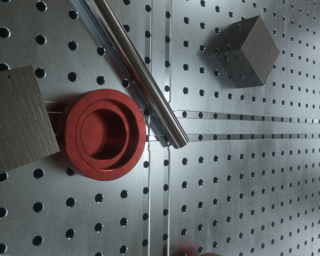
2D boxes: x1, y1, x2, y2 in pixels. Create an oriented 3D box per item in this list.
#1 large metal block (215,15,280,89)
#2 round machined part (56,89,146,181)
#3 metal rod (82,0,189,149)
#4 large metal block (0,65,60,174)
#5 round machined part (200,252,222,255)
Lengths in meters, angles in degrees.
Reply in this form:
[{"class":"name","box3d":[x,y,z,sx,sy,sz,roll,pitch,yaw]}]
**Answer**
[{"class":"large metal block","box3d":[0.147,-0.124,0.516,0.080,0.050,0.080,47,62,-30]},{"class":"round machined part","box3d":[-0.067,0.007,0.342,0.099,0.042,0.097,0,90,-40]},{"class":"metal rod","box3d":[-0.043,-0.095,0.372,0.025,0.025,0.299,-47,118,-30]},{"class":"large metal block","box3d":[-0.147,-0.004,0.270,0.081,0.050,0.080,-23,105,-38]},{"class":"round machined part","box3d":[0.065,0.232,0.452,0.099,0.042,0.097,3,85,-40]}]
